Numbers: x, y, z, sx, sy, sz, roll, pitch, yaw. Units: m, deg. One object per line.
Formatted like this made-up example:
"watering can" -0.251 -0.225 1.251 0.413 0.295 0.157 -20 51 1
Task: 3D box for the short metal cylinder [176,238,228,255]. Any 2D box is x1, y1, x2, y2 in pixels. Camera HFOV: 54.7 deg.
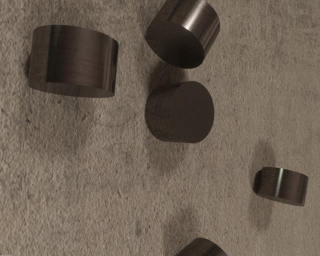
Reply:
"short metal cylinder" 0.057 0.198 0.419 0.050 0.080 0.080 -26 107 -37

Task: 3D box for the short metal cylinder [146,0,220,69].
"short metal cylinder" 0.030 -0.122 0.396 0.080 0.080 0.050 43 64 -32

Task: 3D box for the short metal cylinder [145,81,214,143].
"short metal cylinder" 0.027 -0.020 0.413 0.081 0.050 0.079 0 90 -40

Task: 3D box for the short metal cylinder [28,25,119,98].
"short metal cylinder" -0.082 -0.060 0.301 0.081 0.080 0.050 7 86 -40

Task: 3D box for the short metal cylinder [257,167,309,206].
"short metal cylinder" 0.220 0.106 0.558 0.080 0.080 0.050 26 74 -37
